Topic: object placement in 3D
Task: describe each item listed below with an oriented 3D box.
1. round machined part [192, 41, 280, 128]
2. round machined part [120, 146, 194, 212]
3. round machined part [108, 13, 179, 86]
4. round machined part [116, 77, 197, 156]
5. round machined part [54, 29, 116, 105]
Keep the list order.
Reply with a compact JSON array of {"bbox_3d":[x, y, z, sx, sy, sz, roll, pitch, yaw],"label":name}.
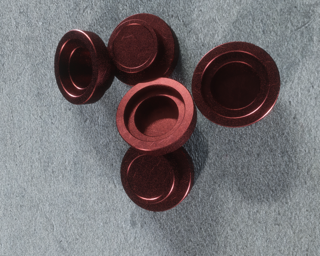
[{"bbox_3d":[0.090,-0.049,0.369,0.098,0.042,0.097,0,90,19],"label":"round machined part"},{"bbox_3d":[-0.008,0.060,0.402,0.098,0.042,0.097,0,90,19],"label":"round machined part"},{"bbox_3d":[-0.027,-0.104,0.409,0.098,0.042,0.097,0,90,19],"label":"round machined part"},{"bbox_3d":[-0.002,-0.011,0.390,0.098,0.042,0.098,-6,65,14],"label":"round machined part"},{"bbox_3d":[-0.099,-0.082,0.423,0.098,0.042,0.097,7,102,40],"label":"round machined part"}]
